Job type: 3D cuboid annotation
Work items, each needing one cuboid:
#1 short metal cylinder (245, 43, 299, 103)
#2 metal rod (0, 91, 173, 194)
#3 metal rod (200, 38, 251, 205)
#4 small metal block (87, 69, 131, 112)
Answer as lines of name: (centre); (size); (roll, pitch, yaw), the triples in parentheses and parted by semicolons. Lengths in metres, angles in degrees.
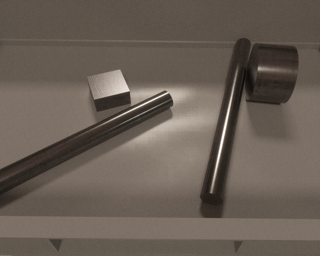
short metal cylinder: (0.154, -0.077, 0.436); (0.050, 0.080, 0.080); (6, 50, 5)
metal rod: (-0.112, 0.024, 0.383); (0.302, 0.025, 0.025); (-28, 56, -22)
metal rod: (0.099, -0.032, 0.433); (0.025, 0.025, 0.300); (13, 51, 10)
small metal block: (-0.074, -0.055, 0.450); (0.050, 0.025, 0.050); (-16, 52, -13)
